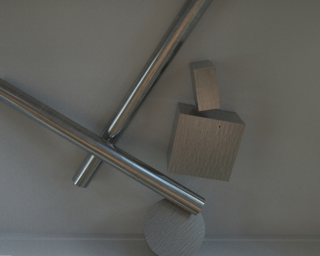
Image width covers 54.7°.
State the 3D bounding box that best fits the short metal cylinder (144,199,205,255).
[{"bbox_3d":[0.018,0.140,0.428,0.081,0.050,0.080,1,67,-3],"label":"short metal cylinder"}]

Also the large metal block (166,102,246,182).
[{"bbox_3d":[0.056,0.017,0.405,0.081,0.050,0.079,10,110,-4],"label":"large metal block"}]

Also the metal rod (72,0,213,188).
[{"bbox_3d":[-0.030,-0.041,0.395,0.025,0.025,0.299,32,107,-12],"label":"metal rod"}]

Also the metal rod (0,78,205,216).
[{"bbox_3d":[-0.079,0.024,0.392,0.301,0.025,0.025,31,107,-1],"label":"metal rod"}]

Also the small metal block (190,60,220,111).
[{"bbox_3d":[0.054,-0.053,0.379,0.025,0.050,0.050,-9,110,3],"label":"small metal block"}]
